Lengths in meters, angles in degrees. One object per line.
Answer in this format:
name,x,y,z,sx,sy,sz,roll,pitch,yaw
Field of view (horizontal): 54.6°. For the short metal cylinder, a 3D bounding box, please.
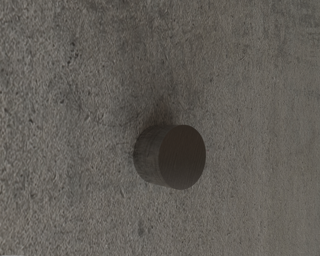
short metal cylinder,0.013,0.036,0.399,0.081,0.050,0.080,0,90,-40
